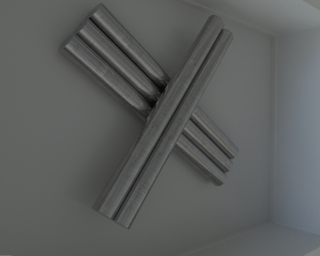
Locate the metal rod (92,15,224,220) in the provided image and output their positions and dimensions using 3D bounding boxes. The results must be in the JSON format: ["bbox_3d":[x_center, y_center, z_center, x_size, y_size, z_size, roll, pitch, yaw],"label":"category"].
[{"bbox_3d":[0.010,-0.030,0.380,0.025,0.025,0.300,45,63,-31],"label":"metal rod"}]

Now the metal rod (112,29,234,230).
[{"bbox_3d":[0.025,-0.016,0.393,0.025,0.025,0.300,45,63,-31],"label":"metal rod"}]

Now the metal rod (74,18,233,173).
[{"bbox_3d":[0.010,-0.024,0.413,0.300,0.025,0.025,42,65,-32],"label":"metal rod"}]

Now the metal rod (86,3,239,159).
[{"bbox_3d":[0.022,-0.045,0.423,0.300,0.025,0.025,42,65,-32],"label":"metal rod"}]

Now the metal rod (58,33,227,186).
[{"bbox_3d":[-0.002,-0.005,0.402,0.300,0.025,0.025,42,65,-32],"label":"metal rod"}]
